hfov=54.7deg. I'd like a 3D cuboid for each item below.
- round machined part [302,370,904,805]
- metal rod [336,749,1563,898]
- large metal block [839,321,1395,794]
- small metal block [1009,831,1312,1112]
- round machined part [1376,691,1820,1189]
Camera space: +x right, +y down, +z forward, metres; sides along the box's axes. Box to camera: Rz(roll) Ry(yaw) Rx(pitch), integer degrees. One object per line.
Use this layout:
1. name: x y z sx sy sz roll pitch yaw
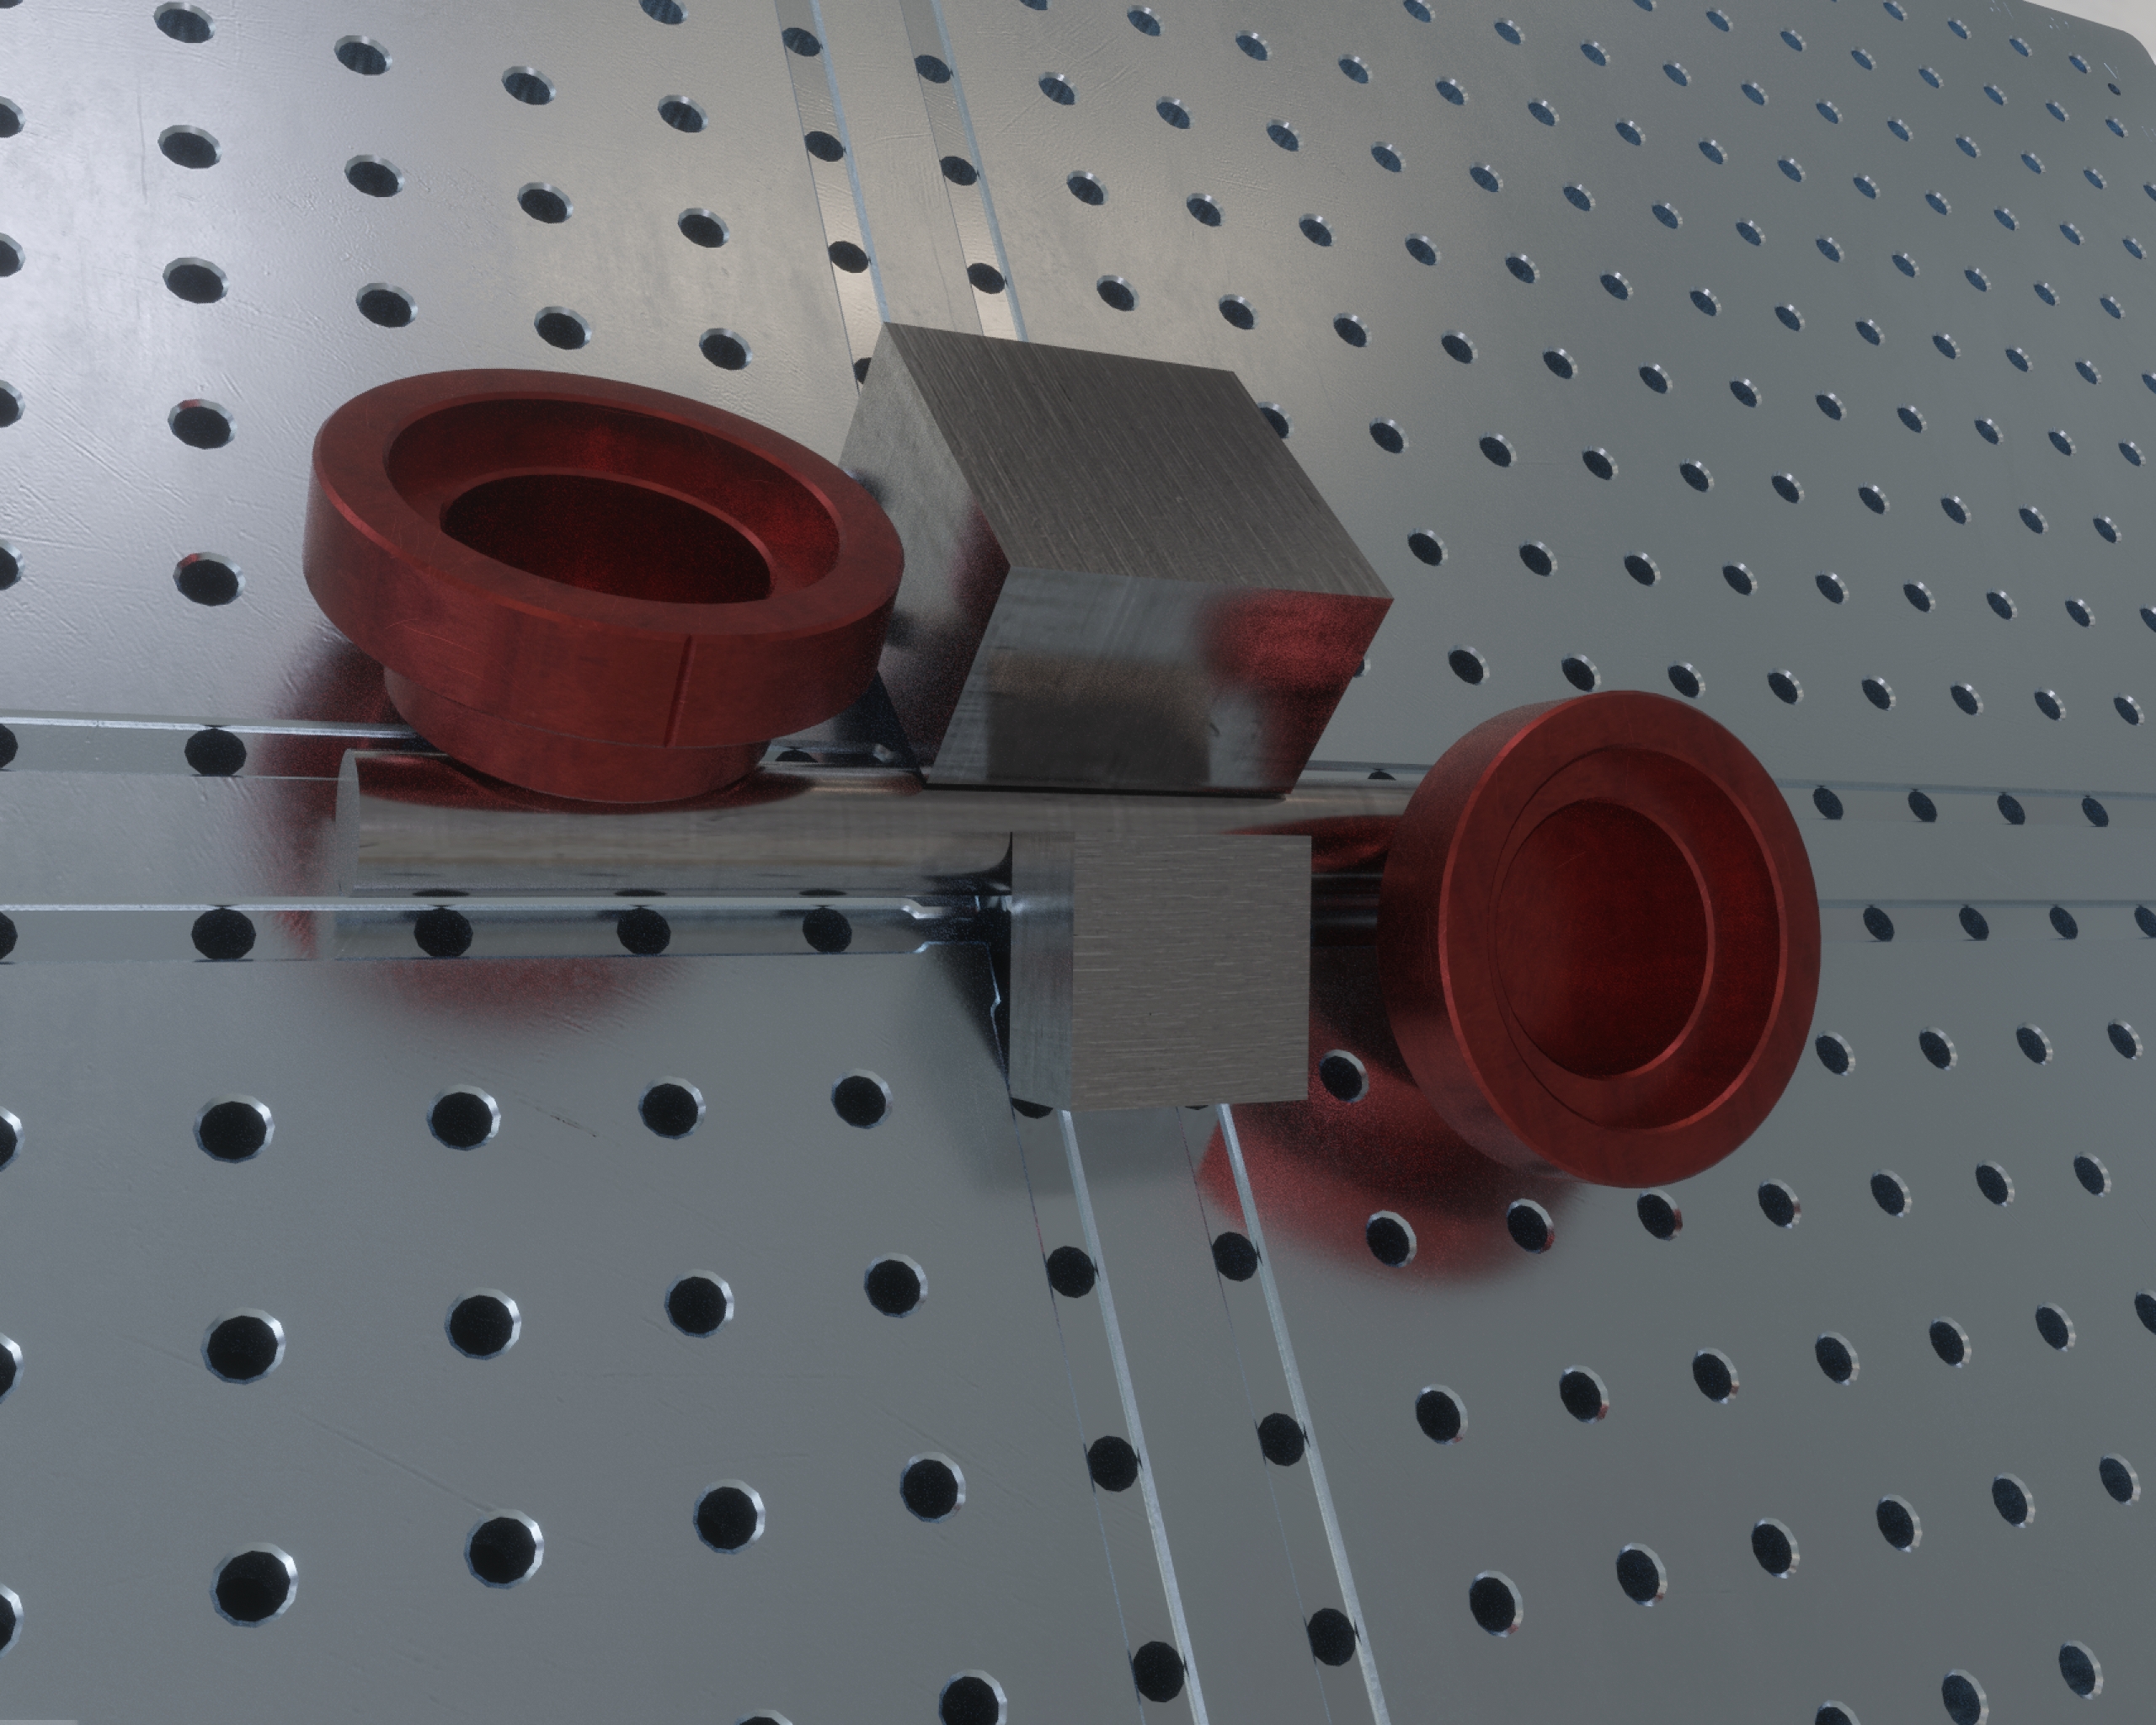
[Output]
1. round machined part: -0.083 -0.046 0.364 0.099 0.042 0.098 14 31 -8
2. metal rod: 0.012 -0.006 0.419 0.303 0.025 0.025 0 62 -28
3. large metal block: 0.003 -0.060 0.415 0.081 0.050 0.080 1 43 -28
4. small metal block: 0.016 0.019 0.392 0.050 0.025 0.050 1 90 -28
5. round machined part: 0.101 0.016 0.426 0.099 0.042 0.097 2 86 -28
